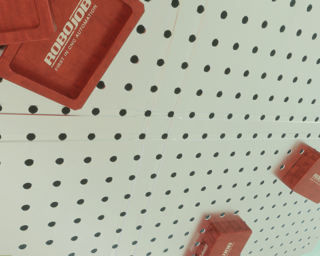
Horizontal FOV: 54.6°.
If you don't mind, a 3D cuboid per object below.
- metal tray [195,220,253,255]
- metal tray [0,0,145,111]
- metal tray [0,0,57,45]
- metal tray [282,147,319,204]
[{"bbox_3d":[0.121,0.249,0.627,0.091,0.030,0.129,6,116,-31],"label":"metal tray"},{"bbox_3d":[-0.087,-0.091,0.303,0.090,0.030,0.130,27,103,-37],"label":"metal tray"},{"bbox_3d":[-0.155,-0.106,0.233,0.131,0.030,0.089,-11,114,-10],"label":"metal tray"},{"bbox_3d":[0.321,0.102,0.645,0.131,0.030,0.090,27,103,-37],"label":"metal tray"}]
